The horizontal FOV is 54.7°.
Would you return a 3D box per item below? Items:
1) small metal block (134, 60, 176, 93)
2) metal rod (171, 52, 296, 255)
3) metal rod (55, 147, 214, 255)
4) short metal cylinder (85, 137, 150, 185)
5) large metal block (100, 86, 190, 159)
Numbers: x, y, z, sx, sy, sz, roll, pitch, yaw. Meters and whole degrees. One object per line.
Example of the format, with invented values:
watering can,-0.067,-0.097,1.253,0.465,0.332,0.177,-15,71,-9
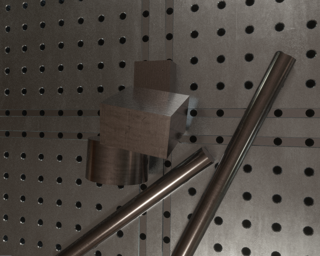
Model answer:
small metal block,-0.007,-0.063,0.414,0.050,0.025,0.050,2,91,19
metal rod,0.083,0.050,0.382,0.025,0.025,0.298,28,99,17
metal rod,-0.052,0.124,0.429,0.300,0.025,0.025,-39,78,15
short metal cylinder,-0.054,0.040,0.401,0.080,0.080,0.050,6,94,19
large metal block,-0.016,-0.011,0.369,0.080,0.080,0.050,12,114,15
